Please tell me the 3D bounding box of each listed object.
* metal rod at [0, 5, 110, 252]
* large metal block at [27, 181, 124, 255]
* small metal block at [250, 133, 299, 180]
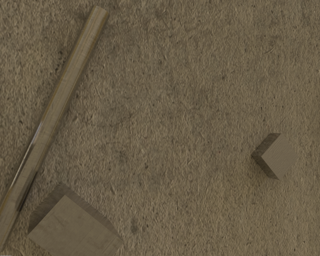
[{"bbox_3d":[-0.129,-0.006,0.361,0.025,0.025,0.299,25,82,-19],"label":"metal rod"},{"bbox_3d":[-0.095,0.110,0.345,0.080,0.080,0.050,44,76,-15],"label":"large metal block"},{"bbox_3d":[0.176,0.043,0.475,0.050,0.025,0.050,-44,104,-15],"label":"small metal block"}]
